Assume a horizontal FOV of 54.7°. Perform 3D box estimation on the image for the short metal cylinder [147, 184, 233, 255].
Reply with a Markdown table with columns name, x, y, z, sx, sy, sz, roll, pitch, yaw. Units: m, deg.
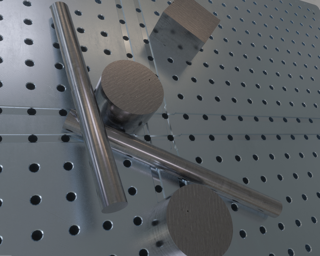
| name | x | y | z | sx | sy | sz | roll | pitch | yaw |
| --- | --- | --- | --- | --- | --- | --- | --- | --- | --- |
| short metal cylinder | 0.032 | 0.109 | 0.343 | 0.081 | 0.050 | 0.080 | 13 | 56 | -21 |

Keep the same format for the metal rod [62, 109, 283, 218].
| name | x | y | z | sx | sy | sz | roll | pitch | yaw |
| --- | --- | --- | --- | --- | --- | --- | --- | --- | --- |
| metal rod | 0.026 | 0.050 | 0.391 | 0.302 | 0.025 | 0.025 | 25 | 53 | -13 |

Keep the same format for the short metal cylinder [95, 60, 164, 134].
| name | x | y | z | sx | sy | sz | roll | pitch | yaw |
| --- | --- | --- | --- | --- | --- | --- | --- | --- | --- |
| short metal cylinder | -0.042 | -0.039 | 0.393 | 0.081 | 0.050 | 0.080 | 14 | 56 | -21 |

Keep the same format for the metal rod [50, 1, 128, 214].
| name | x | y | z | sx | sy | sz | roll | pitch | yaw |
| --- | --- | --- | --- | --- | --- | --- | --- | --- | --- |
| metal rod | -0.091 | -0.046 | 0.360 | 0.025 | 0.025 | 0.299 | -3 | 55 | -30 |

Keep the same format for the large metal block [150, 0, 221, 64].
| name | x | y | z | sx | sy | sz | roll | pitch | yaw |
| --- | --- | --- | --- | --- | --- | --- | --- | --- | --- |
| large metal block | 0.044 | -0.169 | 0.519 | 0.080 | 0.050 | 0.080 | 36 | 51 | -5 |
